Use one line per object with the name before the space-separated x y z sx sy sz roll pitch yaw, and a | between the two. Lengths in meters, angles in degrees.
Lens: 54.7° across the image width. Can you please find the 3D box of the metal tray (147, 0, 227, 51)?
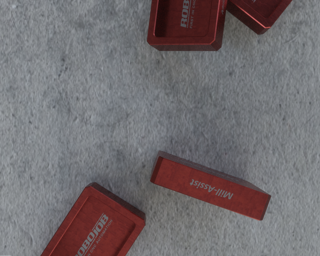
metal tray | 0.037 -0.165 0.389 0.090 0.030 0.129 7 90 26

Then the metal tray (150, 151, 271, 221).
metal tray | 0.055 0.066 0.378 0.131 0.090 0.030 20 90 -1

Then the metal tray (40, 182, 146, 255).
metal tray | -0.089 0.149 0.406 0.090 0.030 0.130 33 90 -1

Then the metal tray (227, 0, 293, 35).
metal tray | 0.143 -0.203 0.409 0.090 0.030 0.130 38 90 -1
